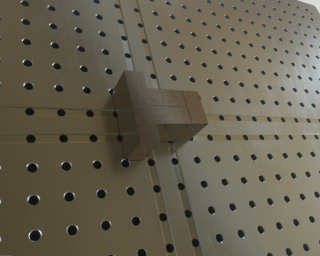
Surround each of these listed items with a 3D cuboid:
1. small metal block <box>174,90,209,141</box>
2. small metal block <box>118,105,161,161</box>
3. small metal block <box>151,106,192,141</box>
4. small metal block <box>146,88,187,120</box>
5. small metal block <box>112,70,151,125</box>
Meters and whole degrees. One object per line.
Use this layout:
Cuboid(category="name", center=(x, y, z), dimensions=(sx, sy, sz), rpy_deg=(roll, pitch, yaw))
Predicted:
Cuboid(category="small metal block", center=(0.035, -0.016, 0.421), dimensions=(0.025, 0.050, 0.050), rpy_deg=(0, 62, -29))
Cuboid(category="small metal block", center=(-0.026, 0.006, 0.375), dimensions=(0.025, 0.050, 0.050), rpy_deg=(0, 62, -29))
Cuboid(category="small metal block", center=(0.004, -0.005, 0.398), dimensions=(0.050, 0.050, 0.025), rpy_deg=(0, 62, -29))
Cuboid(category="small metal block", center=(-0.002, -0.027, 0.408), dimensions=(0.050, 0.050, 0.025), rpy_deg=(0, 62, -29))
Cuboid(category="small metal block", center=(-0.038, -0.038, 0.395), dimensions=(0.025, 0.050, 0.050), rpy_deg=(0, 62, -29))
